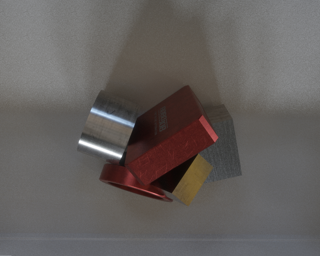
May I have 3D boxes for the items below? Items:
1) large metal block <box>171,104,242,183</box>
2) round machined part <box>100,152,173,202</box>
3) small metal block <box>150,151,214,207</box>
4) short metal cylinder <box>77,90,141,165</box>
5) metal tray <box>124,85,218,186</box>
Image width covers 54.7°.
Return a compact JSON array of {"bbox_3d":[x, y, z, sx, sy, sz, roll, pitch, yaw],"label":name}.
[{"bbox_3d":[0.054,0.023,0.398,0.080,0.050,0.080,-13,114,4],"label":"large metal block"},{"bbox_3d":[-0.025,0.062,0.403,0.099,0.098,0.042,19,74,-8],"label":"round machined part"},{"bbox_3d":[0.023,0.053,0.344,0.025,0.050,0.050,43,73,-21],"label":"small metal block"},{"bbox_3d":[-0.062,0.000,0.379,0.050,0.080,0.079,21,109,-8],"label":"short metal cylinder"},{"bbox_3d":[0.009,0.001,0.354,0.090,0.130,0.030,-33,108,11],"label":"metal tray"}]
